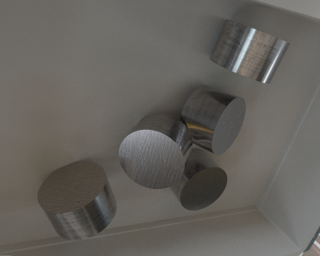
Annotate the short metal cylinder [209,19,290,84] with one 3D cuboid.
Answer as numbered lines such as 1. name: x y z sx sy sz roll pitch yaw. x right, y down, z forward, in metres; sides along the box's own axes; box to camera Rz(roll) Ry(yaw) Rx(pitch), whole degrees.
1. short metal cylinder: 0.107 -0.093 0.376 0.081 0.080 0.050 8 115 -32

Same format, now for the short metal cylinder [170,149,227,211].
1. short metal cylinder: 0.055 0.078 0.473 0.081 0.050 0.079 -14 125 -21

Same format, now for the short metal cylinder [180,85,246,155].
1. short metal cylinder: 0.070 -0.011 0.408 0.081 0.050 0.079 -33 136 -38

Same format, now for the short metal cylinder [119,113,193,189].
1. short metal cylinder: -0.004 0.028 0.383 0.080 0.050 0.079 6 116 14

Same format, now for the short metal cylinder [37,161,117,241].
1. short metal cylinder: -0.098 0.086 0.374 0.081 0.080 0.050 -23 127 -15
